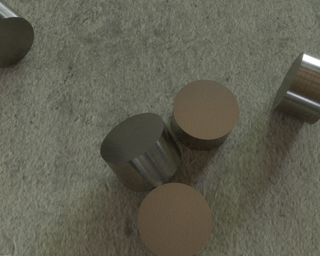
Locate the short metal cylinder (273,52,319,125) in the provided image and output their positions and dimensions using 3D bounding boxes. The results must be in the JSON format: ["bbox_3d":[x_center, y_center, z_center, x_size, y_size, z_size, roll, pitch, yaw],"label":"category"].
[{"bbox_3d":[0.189,-0.051,0.400,0.050,0.080,0.080,25,72,8],"label":"short metal cylinder"}]

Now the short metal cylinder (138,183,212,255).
[{"bbox_3d":[0.016,0.107,0.356,0.081,0.050,0.080,0,70,-1],"label":"short metal cylinder"}]

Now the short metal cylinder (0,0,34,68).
[{"bbox_3d":[-0.223,-0.129,0.423,0.050,0.080,0.080,39,75,13],"label":"short metal cylinder"}]

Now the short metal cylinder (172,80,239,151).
[{"bbox_3d":[0.056,-0.015,0.401,0.081,0.050,0.080,0,70,0],"label":"short metal cylinder"}]

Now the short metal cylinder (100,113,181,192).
[{"bbox_3d":[-0.022,0.027,0.364,0.080,0.050,0.080,-19,35,15],"label":"short metal cylinder"}]
